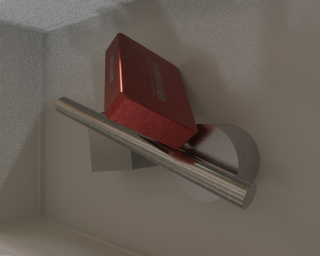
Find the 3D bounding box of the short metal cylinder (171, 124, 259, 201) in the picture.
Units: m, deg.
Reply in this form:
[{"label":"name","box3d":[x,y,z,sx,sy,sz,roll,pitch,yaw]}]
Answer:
[{"label":"short metal cylinder","box3d":[0.060,0.035,0.338,0.080,0.050,0.079,0,90,39]}]

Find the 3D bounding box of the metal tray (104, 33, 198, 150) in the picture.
[{"label":"metal tray","box3d":[-0.013,-0.044,0.340,0.030,0.090,0.130,-48,32,28]}]

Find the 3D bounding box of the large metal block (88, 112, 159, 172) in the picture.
[{"label":"large metal block","box3d":[-0.053,0.017,0.430,0.080,0.050,0.080,-10,84,39]}]

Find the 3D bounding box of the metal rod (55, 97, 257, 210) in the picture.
[{"label":"metal rod","box3d":[-0.031,0.013,0.363,0.300,0.025,0.025,23,105,37]}]

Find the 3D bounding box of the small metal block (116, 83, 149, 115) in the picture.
[{"label":"small metal block","box3d":[-0.029,-0.044,0.383,0.050,0.025,0.050,-3,52,13]}]
